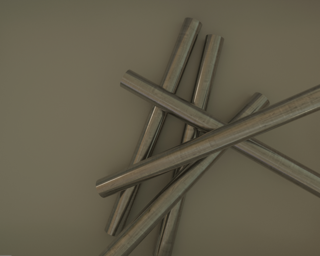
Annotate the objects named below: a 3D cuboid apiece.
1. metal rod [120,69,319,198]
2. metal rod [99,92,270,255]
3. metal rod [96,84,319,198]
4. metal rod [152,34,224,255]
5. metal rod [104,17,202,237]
[{"bbox_3d":[0.086,0.011,0.373,0.301,0.025,0.025,30,90,7],"label":"metal rod"},{"bbox_3d":[0.031,0.065,0.385,0.025,0.025,0.301,46,79,0],"label":"metal rod"},{"bbox_3d":[0.057,0.018,0.354,0.300,0.025,0.025,-25,91,16],"label":"metal rod"},{"bbox_3d":[0.038,0.025,0.411,0.025,0.025,0.298,14,90,-1],"label":"metal rod"},{"bbox_3d":[-0.009,-0.001,0.411,0.025,0.025,0.299,21,90,-1],"label":"metal rod"}]
